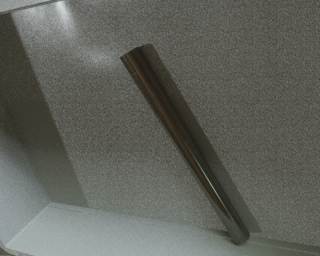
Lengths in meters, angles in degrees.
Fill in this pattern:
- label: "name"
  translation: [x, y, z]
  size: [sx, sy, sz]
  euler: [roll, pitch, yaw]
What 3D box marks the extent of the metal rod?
- label: "metal rod"
  translation: [0.040, 0.032, 0.406]
  size: [0.025, 0.025, 0.299]
  euler: [-22, 107, 36]
